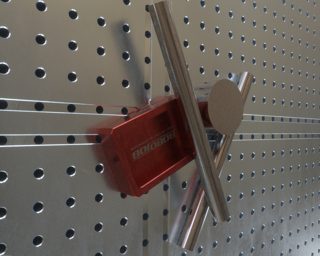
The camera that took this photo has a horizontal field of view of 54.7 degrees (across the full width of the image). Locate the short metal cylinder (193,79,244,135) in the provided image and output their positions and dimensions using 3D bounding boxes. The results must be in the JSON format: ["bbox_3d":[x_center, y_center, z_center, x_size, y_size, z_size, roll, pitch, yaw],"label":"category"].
[{"bbox_3d":[0.079,-0.030,0.459,0.081,0.050,0.079,0,90,-40],"label":"short metal cylinder"}]

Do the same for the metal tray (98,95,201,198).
[{"bbox_3d":[-0.005,0.018,0.401,0.131,0.030,0.090,-29,108,-36],"label":"metal tray"}]

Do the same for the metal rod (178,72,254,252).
[{"bbox_3d":[0.093,0.041,0.486,0.025,0.025,0.300,36,68,-34],"label":"metal rod"}]

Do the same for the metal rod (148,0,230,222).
[{"bbox_3d":[0.043,-0.010,0.404,0.025,0.025,0.298,-29,108,-36],"label":"metal rod"}]
